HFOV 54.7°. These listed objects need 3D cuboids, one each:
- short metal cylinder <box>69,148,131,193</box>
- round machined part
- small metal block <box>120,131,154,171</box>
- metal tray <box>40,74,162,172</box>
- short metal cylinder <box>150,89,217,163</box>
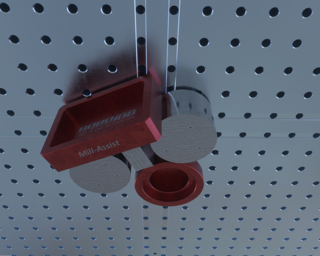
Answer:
[{"bbox_3d":[-0.079,0.045,0.428,0.081,0.050,0.079,0,130,0],"label":"short metal cylinder"},{"bbox_3d":[0.013,0.069,0.454,0.099,0.042,0.097,0,130,0],"label":"round machined part"},{"bbox_3d":[-0.030,0.019,0.406,0.025,0.050,0.050,-20,128,16],"label":"small metal block"},{"bbox_3d":[-0.064,-0.007,0.356,0.130,0.090,0.030,-18,128,15],"label":"metal tray"},{"bbox_3d":[0.028,-0.001,0.389,0.081,0.050,0.079,0,130,0],"label":"short metal cylinder"}]
